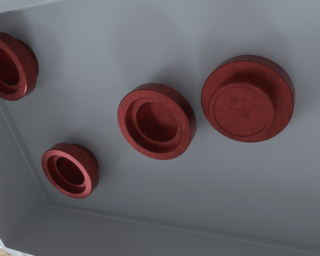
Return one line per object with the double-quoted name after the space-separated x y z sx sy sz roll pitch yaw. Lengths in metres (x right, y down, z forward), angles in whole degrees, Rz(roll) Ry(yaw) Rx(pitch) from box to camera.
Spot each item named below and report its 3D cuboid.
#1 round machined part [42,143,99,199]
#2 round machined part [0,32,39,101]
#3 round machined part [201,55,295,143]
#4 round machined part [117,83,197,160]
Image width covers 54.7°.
-0.141 0.065 0.510 0.098 0.042 0.097 13 124 20 "round machined part"
-0.219 -0.092 0.454 0.098 0.042 0.097 13 124 20 "round machined part"
0.091 -0.025 0.334 0.098 0.042 0.097 13 124 20 "round machined part"
0.000 -0.011 0.390 0.098 0.042 0.097 13 124 20 "round machined part"
